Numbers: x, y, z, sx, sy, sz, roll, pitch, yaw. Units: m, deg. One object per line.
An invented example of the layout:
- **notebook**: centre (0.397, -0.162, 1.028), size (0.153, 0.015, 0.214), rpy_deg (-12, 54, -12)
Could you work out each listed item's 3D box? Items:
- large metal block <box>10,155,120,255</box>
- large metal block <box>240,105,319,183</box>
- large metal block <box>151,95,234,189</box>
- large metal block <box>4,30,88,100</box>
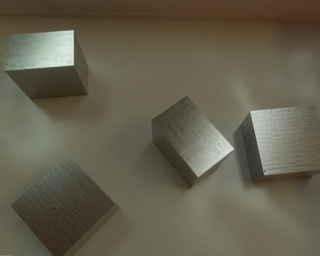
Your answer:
- **large metal block**: centre (-0.106, 0.092, 0.361), size (0.080, 0.050, 0.080), rpy_deg (42, 75, 13)
- **large metal block**: centre (0.154, 0.021, 0.391), size (0.081, 0.050, 0.080), rpy_deg (-5, 70, -3)
- **large metal block**: centre (0.035, 0.020, 0.373), size (0.050, 0.080, 0.080), rpy_deg (-36, 74, -12)
- **large metal block**: centre (-0.144, -0.080, 0.408), size (0.081, 0.080, 0.050), rpy_deg (-5, 70, -2)
